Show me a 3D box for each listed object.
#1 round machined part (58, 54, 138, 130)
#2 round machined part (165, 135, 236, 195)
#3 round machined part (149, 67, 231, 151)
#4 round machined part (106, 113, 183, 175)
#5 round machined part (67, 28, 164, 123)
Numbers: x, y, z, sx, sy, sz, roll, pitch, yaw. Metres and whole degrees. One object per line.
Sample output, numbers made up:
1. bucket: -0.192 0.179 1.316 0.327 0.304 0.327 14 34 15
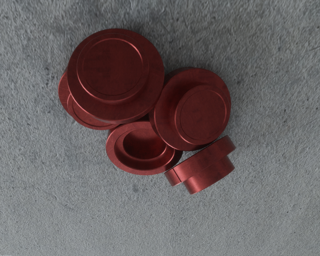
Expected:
1. round machined part: -0.071 -0.036 0.368 0.099 0.042 0.097 -1 130 0
2. round machined part: 0.058 0.052 0.407 0.098 0.099 0.042 -35 81 26
3. round machined part: 0.040 -0.019 0.353 0.099 0.042 0.097 -6 108 -20
4. round machined part: -0.020 0.015 0.410 0.099 0.042 0.097 -1 130 0
5. round machined part: -0.045 -0.055 0.312 0.099 0.097 0.042 1 172 -1
